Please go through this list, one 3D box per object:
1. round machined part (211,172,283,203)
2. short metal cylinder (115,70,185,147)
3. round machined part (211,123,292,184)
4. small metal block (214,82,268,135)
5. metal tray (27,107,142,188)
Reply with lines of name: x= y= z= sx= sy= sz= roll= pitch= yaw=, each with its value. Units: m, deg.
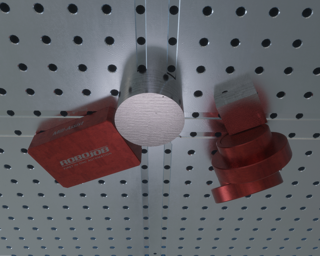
round machined part: x=0.119 y=0.072 z=0.442 sx=0.099 sy=0.042 sz=0.098 roll=-17 pitch=167 yaw=-4
short metal cylinder: x=-0.012 y=-0.023 z=0.375 sx=0.081 sy=0.050 sz=0.079 roll=0 pitch=130 yaw=0
round machined part: x=0.111 y=0.027 z=0.394 sx=0.098 sy=0.098 sz=0.042 roll=-20 pitch=103 yaw=16
small metal block: x=0.102 y=-0.024 z=0.393 sx=0.050 sy=0.025 sz=0.050 roll=-21 pitch=127 yaw=16
metal tray: x=-0.102 y=0.031 z=0.434 sx=0.130 sy=0.030 sz=0.090 roll=-19 pitch=128 yaw=15
